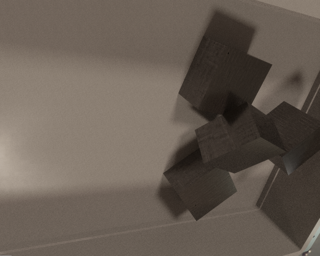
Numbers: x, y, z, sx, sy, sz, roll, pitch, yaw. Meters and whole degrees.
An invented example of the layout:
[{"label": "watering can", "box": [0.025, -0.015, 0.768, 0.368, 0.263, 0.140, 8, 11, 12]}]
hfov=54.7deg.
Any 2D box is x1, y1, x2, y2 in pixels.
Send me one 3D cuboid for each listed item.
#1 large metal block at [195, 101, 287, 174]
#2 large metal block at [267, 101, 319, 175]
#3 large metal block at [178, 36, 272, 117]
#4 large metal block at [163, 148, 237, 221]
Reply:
[{"label": "large metal block", "box": [0.107, 0.017, 0.414, 0.080, 0.050, 0.080, -31, 146, 31]}, {"label": "large metal block", "box": [0.202, 0.014, 0.495, 0.080, 0.080, 0.050, -38, 130, -3]}, {"label": "large metal block", "box": [0.083, -0.063, 0.401, 0.081, 0.050, 0.079, 10, 113, -33]}, {"label": "large metal block", "box": [0.064, 0.085, 0.482, 0.080, 0.050, 0.080, -35, 130, -5]}]
